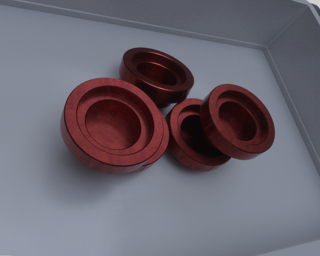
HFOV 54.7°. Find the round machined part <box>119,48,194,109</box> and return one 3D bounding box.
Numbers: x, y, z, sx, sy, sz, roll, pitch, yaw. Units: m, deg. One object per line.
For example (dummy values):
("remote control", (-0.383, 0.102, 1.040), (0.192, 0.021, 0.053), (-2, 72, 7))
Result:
("round machined part", (-0.007, -0.063, 0.415), (0.099, 0.042, 0.098), (16, 38, -13))

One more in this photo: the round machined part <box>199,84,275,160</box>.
("round machined part", (0.092, -0.004, 0.391), (0.099, 0.042, 0.098), (14, 56, -21))

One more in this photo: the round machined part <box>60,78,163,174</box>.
("round machined part", (-0.050, 0.001, 0.312), (0.099, 0.042, 0.098), (14, 56, -21))

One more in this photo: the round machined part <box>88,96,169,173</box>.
("round machined part", (-0.042, 0.008, 0.365), (0.099, 0.042, 0.098), (14, 56, -21))

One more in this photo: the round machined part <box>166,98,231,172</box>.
("round machined part", (0.048, 0.012, 0.411), (0.099, 0.042, 0.098), (14, 56, -21))
